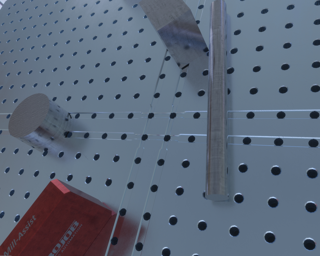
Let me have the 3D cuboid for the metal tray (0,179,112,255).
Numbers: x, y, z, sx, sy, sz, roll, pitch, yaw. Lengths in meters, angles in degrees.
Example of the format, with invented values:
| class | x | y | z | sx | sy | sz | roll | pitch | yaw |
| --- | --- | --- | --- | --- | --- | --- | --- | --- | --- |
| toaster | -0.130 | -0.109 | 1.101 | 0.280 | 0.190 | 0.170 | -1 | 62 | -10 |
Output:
| class | x | y | z | sx | sy | sz | roll | pitch | yaw |
| --- | --- | --- | --- | --- | --- | --- | --- | --- | --- |
| metal tray | -0.124 | 0.131 | 0.351 | 0.030 | 0.090 | 0.130 | 28 | 77 | 37 |

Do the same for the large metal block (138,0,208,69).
| class | x | y | z | sx | sy | sz | roll | pitch | yaw |
| --- | --- | --- | --- | --- | --- | --- | --- | --- | --- |
| large metal block | 0.021 | -0.148 | 0.453 | 0.050 | 0.080 | 0.080 | -32 | 52 | 8 |

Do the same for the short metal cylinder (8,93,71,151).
| class | x | y | z | sx | sy | sz | roll | pitch | yaw |
| --- | --- | --- | --- | --- | --- | --- | --- | --- | --- |
| short metal cylinder | -0.193 | -0.009 | 0.500 | 0.080 | 0.050 | 0.080 | -13 | 56 | 21 |

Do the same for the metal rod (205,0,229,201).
| class | x | y | z | sx | sy | sz | roll | pitch | yaw |
| --- | --- | --- | --- | --- | --- | --- | --- | --- | --- |
| metal rod | 0.075 | -0.056 | 0.403 | 0.025 | 0.025 | 0.299 | -8 | 58 | 24 |
